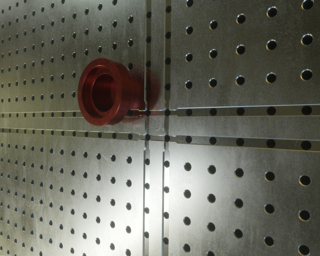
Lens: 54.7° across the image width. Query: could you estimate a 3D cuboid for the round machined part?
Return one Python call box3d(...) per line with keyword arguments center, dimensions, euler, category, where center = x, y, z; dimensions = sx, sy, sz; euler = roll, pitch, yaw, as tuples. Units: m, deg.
box3d(center=(-0.075, -0.051, 0.458), dimensions=(0.098, 0.042, 0.097), euler=(0, 90, 39), category="round machined part")
